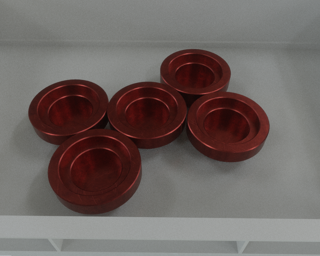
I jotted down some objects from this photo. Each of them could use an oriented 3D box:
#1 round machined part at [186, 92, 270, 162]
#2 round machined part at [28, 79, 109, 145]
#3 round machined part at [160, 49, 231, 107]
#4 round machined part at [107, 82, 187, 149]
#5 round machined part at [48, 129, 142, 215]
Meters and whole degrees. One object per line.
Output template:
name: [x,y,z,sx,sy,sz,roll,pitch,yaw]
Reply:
round machined part: [0.082,0.003,0.389,0.099,0.042,0.098,0,50,0]
round machined part: [-0.114,-0.016,0.403,0.099,0.042,0.098,0,50,0]
round machined part: [0.050,-0.068,0.448,0.099,0.042,0.098,0,50,0]
round machined part: [-0.016,-0.012,0.399,0.099,0.042,0.098,0,50,0]
round machined part: [-0.069,0.051,0.346,0.099,0.042,0.098,0,50,0]
